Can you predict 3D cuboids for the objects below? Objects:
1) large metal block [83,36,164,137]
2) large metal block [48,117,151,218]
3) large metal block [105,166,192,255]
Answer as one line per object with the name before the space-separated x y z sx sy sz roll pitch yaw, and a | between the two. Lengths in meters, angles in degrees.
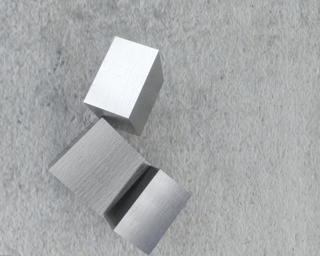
large metal block | -0.036 -0.044 0.357 0.050 0.080 0.080 20 77 10
large metal block | -0.073 0.044 0.370 0.080 0.050 0.080 47 76 -15
large metal block | -0.020 0.091 0.374 0.050 0.080 0.080 42 77 -16
